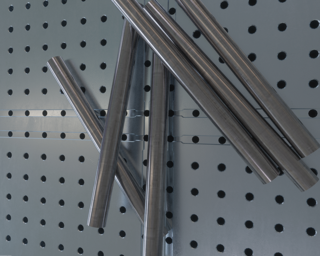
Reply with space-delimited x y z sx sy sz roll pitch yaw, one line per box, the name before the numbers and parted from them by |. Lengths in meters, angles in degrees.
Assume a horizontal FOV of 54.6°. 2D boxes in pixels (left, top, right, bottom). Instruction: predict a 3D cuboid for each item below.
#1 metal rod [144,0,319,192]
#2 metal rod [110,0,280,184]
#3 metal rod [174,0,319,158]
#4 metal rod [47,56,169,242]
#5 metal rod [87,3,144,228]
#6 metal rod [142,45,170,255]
metal rod | 0.078 -0.049 0.385 0.025 0.025 0.300 -42 77 15
metal rod | 0.038 -0.057 0.380 0.025 0.025 0.300 -40 85 16
metal rod | 0.087 -0.092 0.382 0.025 0.025 0.299 -39 78 16
metal rod | -0.079 0.023 0.441 0.025 0.025 0.299 -36 79 16
metal rod | -0.058 -0.020 0.414 0.025 0.025 0.299 8 86 20
metal rod | -0.004 0.040 0.398 0.025 0.025 0.299 1 84 20
